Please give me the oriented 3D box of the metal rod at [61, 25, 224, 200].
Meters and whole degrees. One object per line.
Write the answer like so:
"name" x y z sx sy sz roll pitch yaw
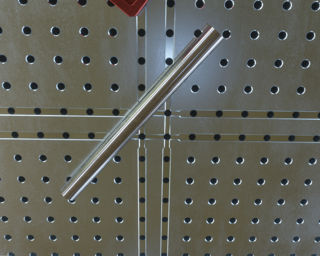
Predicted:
"metal rod" -0.032 -0.010 0.409 0.025 0.025 0.299 40 105 -14

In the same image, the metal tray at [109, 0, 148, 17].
"metal tray" -0.024 -0.200 0.336 0.090 0.030 0.130 37 105 -13
